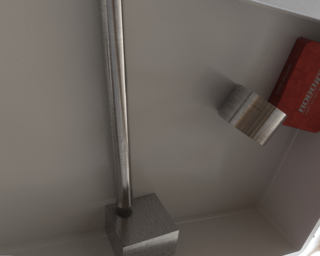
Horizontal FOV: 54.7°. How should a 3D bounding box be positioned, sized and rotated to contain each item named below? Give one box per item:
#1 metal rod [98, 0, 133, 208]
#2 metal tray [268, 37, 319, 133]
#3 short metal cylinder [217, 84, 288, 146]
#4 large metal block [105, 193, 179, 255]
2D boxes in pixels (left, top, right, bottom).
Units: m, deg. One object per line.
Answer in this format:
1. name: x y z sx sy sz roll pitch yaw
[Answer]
1. metal rod: -0.049 -0.020 0.370 0.025 0.025 0.298 -13 124 -22
2. metal tray: 0.229 -0.063 0.475 0.091 0.030 0.129 13 113 -12
3. short metal cylinder: 0.128 -0.019 0.434 0.080 0.080 0.050 25 105 -37
4. large metal block: -0.029 0.148 0.450 0.081 0.080 0.050 -9 123 -24
